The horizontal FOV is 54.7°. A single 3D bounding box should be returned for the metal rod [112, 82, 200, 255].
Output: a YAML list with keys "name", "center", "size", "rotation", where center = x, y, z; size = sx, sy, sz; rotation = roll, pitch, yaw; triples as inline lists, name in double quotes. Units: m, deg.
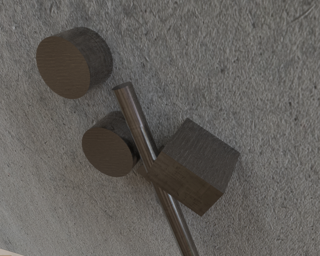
- name: "metal rod"
  center: [0.004, 0.080, 0.422]
  size: [0.025, 0.025, 0.298]
  rotation: [-7, 116, 31]

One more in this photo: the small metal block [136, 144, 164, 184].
- name: "small metal block"
  center: [0.003, 0.059, 0.442]
  size: [0.050, 0.025, 0.050]
  rotation: [44, 129, -3]

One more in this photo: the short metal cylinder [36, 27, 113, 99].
- name: "short metal cylinder"
  center: [-0.108, -0.083, 0.396]
  size: [0.080, 0.050, 0.079]
  rotation: [13, 124, 21]

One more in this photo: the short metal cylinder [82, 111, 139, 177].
- name: "short metal cylinder"
  center: [-0.061, 0.022, 0.437]
  size: [0.080, 0.050, 0.079]
  rotation: [13, 124, 21]

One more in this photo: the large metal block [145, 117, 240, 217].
- name: "large metal block"
  center: [0.041, 0.045, 0.377]
  size: [0.080, 0.080, 0.050]
  rotation: [35, 129, 5]
